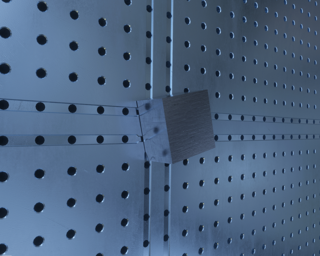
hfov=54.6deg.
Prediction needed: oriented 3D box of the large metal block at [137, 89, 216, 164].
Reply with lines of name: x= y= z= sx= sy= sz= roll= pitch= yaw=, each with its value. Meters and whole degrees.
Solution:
large metal block: x=0.023 y=-0.004 z=0.410 sx=0.081 sy=0.050 sz=0.080 roll=-16 pitch=100 yaw=-39
